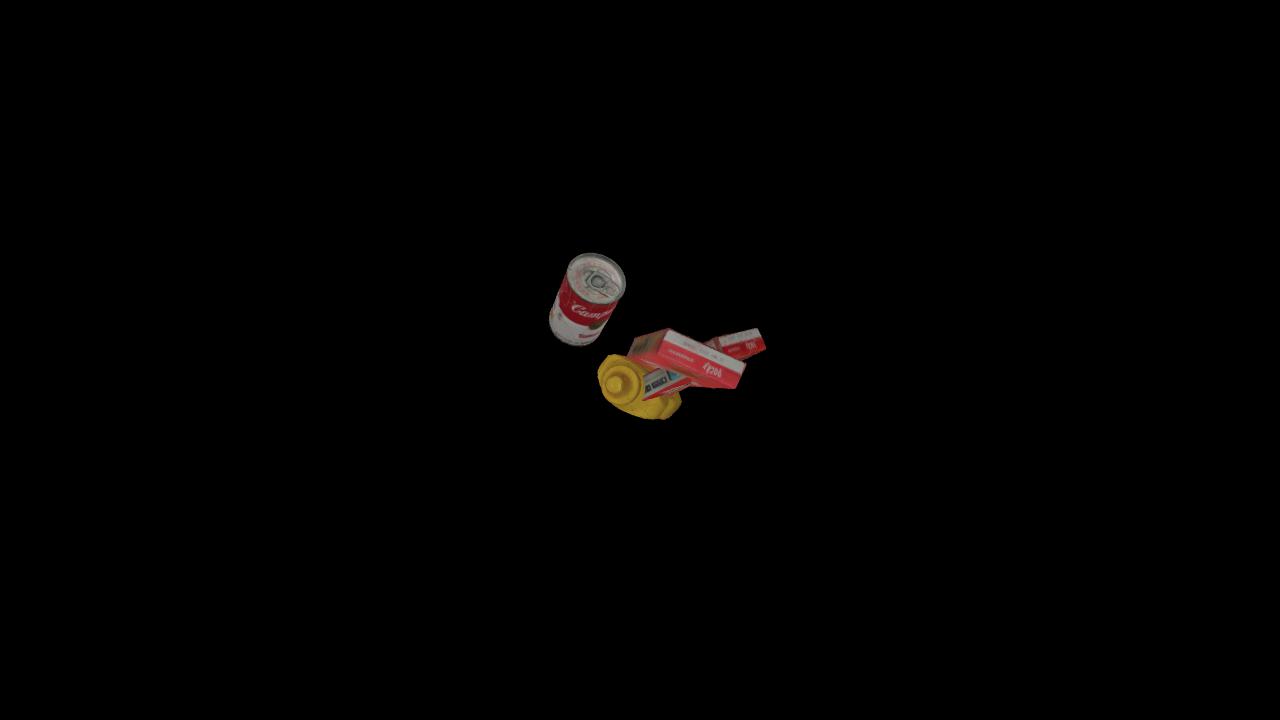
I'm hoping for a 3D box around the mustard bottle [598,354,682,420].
[{"bbox_3d":[-0.005,0.030,0.710,0.054,0.092,0.184,-42,-11,7],"label":"mustard bottle"}]

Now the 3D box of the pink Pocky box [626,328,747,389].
[{"bbox_3d":[0.041,0.001,0.630,0.084,0.029,0.155,25,-6,-11],"label":"pink Pocky box"}]

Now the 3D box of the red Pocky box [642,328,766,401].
[{"bbox_3d":[0.053,0.011,0.664,0.155,0.028,0.083,-29,-10,41],"label":"red Pocky box"}]

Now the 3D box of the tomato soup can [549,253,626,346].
[{"bbox_3d":[-0.064,-0.067,0.708,0.068,0.068,0.101,0,-27,-22],"label":"tomato soup can"}]
